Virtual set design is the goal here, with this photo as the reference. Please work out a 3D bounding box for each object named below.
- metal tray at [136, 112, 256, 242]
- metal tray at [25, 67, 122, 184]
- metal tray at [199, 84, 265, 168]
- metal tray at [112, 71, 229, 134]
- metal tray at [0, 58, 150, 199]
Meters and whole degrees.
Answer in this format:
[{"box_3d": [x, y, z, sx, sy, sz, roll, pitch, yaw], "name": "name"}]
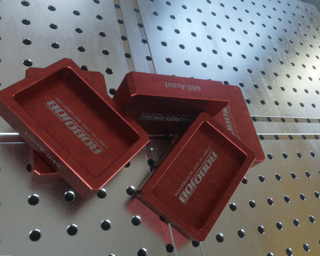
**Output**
[{"box_3d": [0.046, 0.056, 0.373, 0.090, 0.030, 0.130, 40, 68, -2], "name": "metal tray"}, {"box_3d": [-0.102, -0.006, 0.355, 0.091, 0.030, 0.130, -1, 63, -29], "name": "metal tray"}, {"box_3d": [0.094, -0.006, 0.460, 0.091, 0.030, 0.130, 3, 61, -27], "name": "metal tray"}, {"box_3d": [0.008, -0.026, 0.387, 0.131, 0.090, 0.030, 1, 61, -28], "name": "metal tray"}, {"box_3d": [-0.086, -0.004, 0.321, 0.130, 0.030, 0.090, 44, 50, 2], "name": "metal tray"}]
